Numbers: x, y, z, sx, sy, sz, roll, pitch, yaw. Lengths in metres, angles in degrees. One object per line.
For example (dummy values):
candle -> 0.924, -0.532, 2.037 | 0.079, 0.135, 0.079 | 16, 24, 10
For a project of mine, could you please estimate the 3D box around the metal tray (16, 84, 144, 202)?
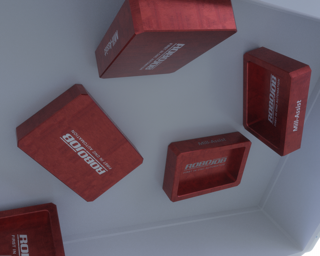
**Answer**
metal tray -> -0.090, 0.023, 0.370 | 0.090, 0.030, 0.130 | -38, 129, -3

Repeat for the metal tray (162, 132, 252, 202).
metal tray -> 0.073, 0.059, 0.481 | 0.131, 0.030, 0.089 | -8, 122, -24

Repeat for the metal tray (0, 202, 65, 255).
metal tray -> -0.156, 0.155, 0.349 | 0.091, 0.130, 0.030 | -5, 139, -26

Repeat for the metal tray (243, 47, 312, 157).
metal tray -> 0.155, -0.036, 0.428 | 0.030, 0.090, 0.129 | -22, 127, -15

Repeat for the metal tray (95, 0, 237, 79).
metal tray -> -0.003, -0.081, 0.293 | 0.091, 0.130, 0.030 | -9, 87, -24
